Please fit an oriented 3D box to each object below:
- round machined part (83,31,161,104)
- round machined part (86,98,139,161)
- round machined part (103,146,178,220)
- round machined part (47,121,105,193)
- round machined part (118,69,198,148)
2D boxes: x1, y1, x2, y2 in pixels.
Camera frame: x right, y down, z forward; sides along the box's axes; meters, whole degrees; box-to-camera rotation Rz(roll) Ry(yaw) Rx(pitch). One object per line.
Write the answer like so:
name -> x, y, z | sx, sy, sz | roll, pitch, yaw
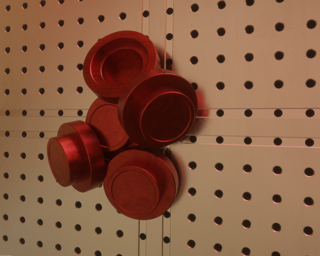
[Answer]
round machined part -> -0.047, -0.075, 0.407 | 0.098, 0.042, 0.098 | -5, 68, 12
round machined part -> -0.061, -0.003, 0.423 | 0.098, 0.042, 0.097 | 0, 90, 19
round machined part -> -0.028, 0.075, 0.399 | 0.098, 0.042, 0.097 | 3, 102, 13
round machined part -> -0.119, 0.041, 0.419 | 0.098, 0.042, 0.097 | 20, 117, 45
round machined part -> 0.002, -0.018, 0.371 | 0.098, 0.099, 0.042 | -58, 33, 11
